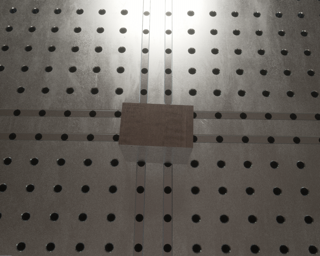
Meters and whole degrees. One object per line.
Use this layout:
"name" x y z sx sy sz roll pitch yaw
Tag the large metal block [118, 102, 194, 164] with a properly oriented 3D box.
"large metal block" -0.004 0.010 0.379 0.081 0.080 0.050 3 70 0
